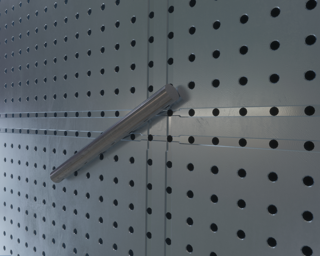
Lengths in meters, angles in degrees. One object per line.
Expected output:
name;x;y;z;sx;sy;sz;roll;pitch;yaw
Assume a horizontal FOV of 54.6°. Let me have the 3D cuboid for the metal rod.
metal rod;-0.087;0.021;0.482;0.299;0.025;0.025;-33;69;35
